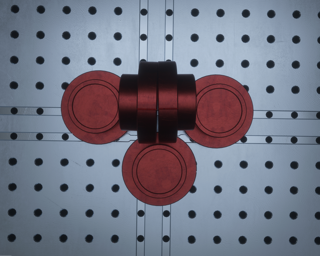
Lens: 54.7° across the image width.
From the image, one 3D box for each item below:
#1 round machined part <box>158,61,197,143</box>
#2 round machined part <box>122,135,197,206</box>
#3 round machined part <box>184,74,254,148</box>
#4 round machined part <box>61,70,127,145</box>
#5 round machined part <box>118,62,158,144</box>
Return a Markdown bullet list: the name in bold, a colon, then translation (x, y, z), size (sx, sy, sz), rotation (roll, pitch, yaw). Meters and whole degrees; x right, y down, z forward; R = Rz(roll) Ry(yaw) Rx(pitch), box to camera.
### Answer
- **round machined part**: translation (0.019, -0.031, 0.372), size (0.042, 0.098, 0.097), rotation (-1, 90, 0)
- **round machined part**: translation (-0.001, 0.054, 0.405), size (0.099, 0.042, 0.097), rotation (0, 90, -1)
- **round machined part**: translation (0.074, -0.022, 0.405), size (0.099, 0.042, 0.097), rotation (0, 90, -1)
- **round machined part**: translation (-0.080, -0.027, 0.404), size (0.099, 0.042, 0.097), rotation (0, 90, -1)
- **round machined part**: translation (-0.025, -0.030, 0.370), size (0.042, 0.098, 0.097), rotation (1, 90, 0)
